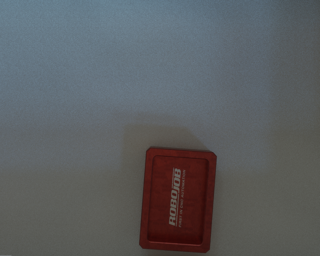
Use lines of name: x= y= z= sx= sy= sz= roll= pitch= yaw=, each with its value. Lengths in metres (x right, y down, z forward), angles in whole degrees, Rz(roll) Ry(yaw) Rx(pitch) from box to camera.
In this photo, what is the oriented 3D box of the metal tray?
metal tray: x=0.023 y=0.092 z=0.408 sx=0.091 sy=0.030 sz=0.129 roll=4 pitch=90 yaw=0
